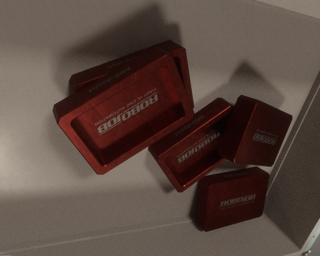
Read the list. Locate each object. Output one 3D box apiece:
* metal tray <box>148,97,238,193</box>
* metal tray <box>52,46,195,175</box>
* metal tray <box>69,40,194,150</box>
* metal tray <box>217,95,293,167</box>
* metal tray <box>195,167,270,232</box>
[{"bbox_3d":[0.059,0.027,0.455,0.130,0.030,0.090,-35,129,-6],"label":"metal tray"},{"bbox_3d":[-0.034,-0.017,0.337,0.131,0.030,0.090,-32,129,-8],"label":"metal tray"},{"bbox_3d":[-0.028,-0.039,0.367,0.131,0.030,0.089,-24,127,-14],"label":"metal tray"},{"bbox_3d":[0.146,0.009,0.464,0.131,0.030,0.089,12,101,-47],"label":"metal tray"},{"bbox_3d":[0.127,0.122,0.542,0.131,0.030,0.089,-5,109,-26],"label":"metal tray"}]
